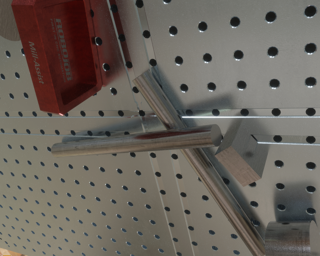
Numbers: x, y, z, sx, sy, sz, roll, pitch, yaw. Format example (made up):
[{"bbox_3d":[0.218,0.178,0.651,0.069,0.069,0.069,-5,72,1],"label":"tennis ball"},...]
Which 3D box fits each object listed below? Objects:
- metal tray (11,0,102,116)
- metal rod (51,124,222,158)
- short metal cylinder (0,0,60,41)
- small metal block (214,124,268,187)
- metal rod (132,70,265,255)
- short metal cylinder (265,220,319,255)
[{"bbox_3d":[-0.115,-0.092,0.371,0.030,0.090,0.129,10,123,22],"label":"metal tray"},{"bbox_3d":[-0.056,0.023,0.431,0.300,0.025,0.025,-7,115,38],"label":"metal rod"},{"bbox_3d":[-0.176,-0.156,0.389,0.080,0.050,0.079,13,124,20],"label":"short metal cylinder"},{"bbox_3d":[0.096,0.031,0.363,0.050,0.050,0.025,47,129,-5],"label":"small metal block"},{"bbox_3d":[0.060,0.055,0.412,0.025,0.025,0.299,-26,105,37],"label":"metal rod"},{"bbox_3d":[0.168,0.156,0.383,0.050,0.080,0.080,-13,112,33],"label":"short metal cylinder"}]
